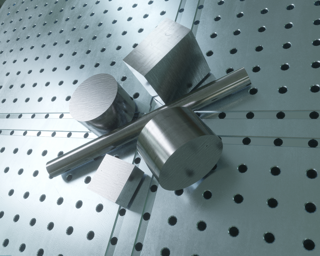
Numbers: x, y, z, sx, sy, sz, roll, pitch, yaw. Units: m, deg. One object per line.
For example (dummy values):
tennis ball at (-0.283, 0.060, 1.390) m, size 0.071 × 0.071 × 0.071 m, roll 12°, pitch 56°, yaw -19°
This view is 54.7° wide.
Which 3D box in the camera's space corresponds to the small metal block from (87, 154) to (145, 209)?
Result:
small metal block at (-0.056, 0.066, 0.392) m, size 0.050 × 0.025 × 0.050 m, roll 16°, pitch 70°, yaw 34°

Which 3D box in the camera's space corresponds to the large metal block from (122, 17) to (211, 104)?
large metal block at (0.011, -0.083, 0.414) m, size 0.080 × 0.080 × 0.050 m, roll -45°, pitch 51°, yaw -3°

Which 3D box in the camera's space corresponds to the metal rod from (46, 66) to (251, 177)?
metal rod at (-0.024, -0.003, 0.418) m, size 0.301 × 0.025 × 0.025 m, roll -25°, pitch 53°, yaw 12°

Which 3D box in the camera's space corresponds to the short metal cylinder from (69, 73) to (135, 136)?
short metal cylinder at (-0.083, -0.032, 0.451) m, size 0.080 × 0.050 × 0.080 m, roll -13°, pitch 56°, yaw 21°

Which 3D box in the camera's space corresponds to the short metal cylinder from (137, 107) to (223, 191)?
short metal cylinder at (0.022, 0.023, 0.343) m, size 0.080 × 0.080 × 0.050 m, roll -40°, pitch 52°, yaw 1°
